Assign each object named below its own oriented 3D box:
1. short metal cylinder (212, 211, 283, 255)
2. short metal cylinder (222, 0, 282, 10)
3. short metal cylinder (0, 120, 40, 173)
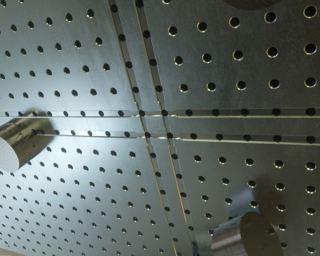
[{"bbox_3d":[0.116,0.158,0.412,0.080,0.080,0.050,46,129,-4],"label":"short metal cylinder"},{"bbox_3d":[0.084,-0.145,0.260,0.080,0.050,0.079,13,124,20],"label":"short metal cylinder"},{"bbox_3d":[-0.263,0.032,0.550,0.080,0.050,0.079,13,124,20],"label":"short metal cylinder"}]
